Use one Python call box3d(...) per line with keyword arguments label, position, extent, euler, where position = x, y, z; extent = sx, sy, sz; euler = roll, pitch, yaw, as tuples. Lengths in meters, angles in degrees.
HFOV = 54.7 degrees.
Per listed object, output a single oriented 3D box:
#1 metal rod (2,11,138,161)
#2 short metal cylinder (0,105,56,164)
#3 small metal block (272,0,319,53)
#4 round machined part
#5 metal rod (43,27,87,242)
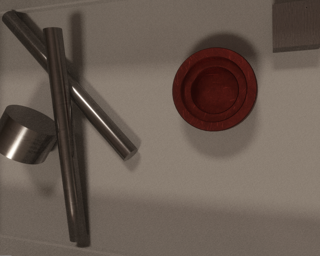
box3d(label="metal rod", position=(-0.139, -0.069, 0.458), extent=(0.025, 0.025, 0.300), euler=(-46, 76, 14))
box3d(label="short metal cylinder", position=(-0.192, 0.009, 0.447), extent=(0.080, 0.080, 0.050), euler=(35, 101, 16))
box3d(label="small metal block", position=(0.156, -0.116, 0.356), extent=(0.050, 0.025, 0.050), euler=(-1, 90, 19))
box3d(label="round machined part", position=(0.068, -0.045, 0.377), extent=(0.098, 0.042, 0.097), euler=(0, 90, 19))
box3d(label="metal rod", position=(-0.133, 0.013, 0.436), extent=(0.025, 0.025, 0.298), euler=(-3, 96, 19))
